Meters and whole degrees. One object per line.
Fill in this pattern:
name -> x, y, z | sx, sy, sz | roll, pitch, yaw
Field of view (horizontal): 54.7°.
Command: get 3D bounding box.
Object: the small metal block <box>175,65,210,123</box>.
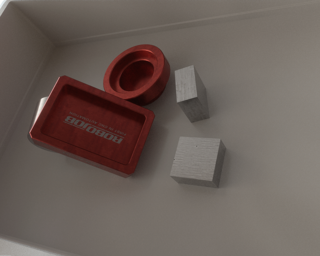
small metal block -> 0.041, -0.042, 0.393 | 0.025, 0.050, 0.050 | -15, 56, 20

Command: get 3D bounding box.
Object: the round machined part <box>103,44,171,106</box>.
round machined part -> -0.030, -0.071, 0.452 | 0.098, 0.042, 0.098 | -13, 56, 20

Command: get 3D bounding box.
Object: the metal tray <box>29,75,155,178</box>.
metal tray -> -0.082, -0.001, 0.395 | 0.131, 0.030, 0.090 | 22, 68, -7

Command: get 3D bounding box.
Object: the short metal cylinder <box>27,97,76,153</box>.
short metal cylinder -> -0.141, -0.002, 0.444 | 0.080, 0.080, 0.050 | -11, 58, 22

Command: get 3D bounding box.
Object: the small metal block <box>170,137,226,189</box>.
small metal block -> 0.045, 0.039, 0.358 | 0.050, 0.025, 0.050 | 2, 63, 29
